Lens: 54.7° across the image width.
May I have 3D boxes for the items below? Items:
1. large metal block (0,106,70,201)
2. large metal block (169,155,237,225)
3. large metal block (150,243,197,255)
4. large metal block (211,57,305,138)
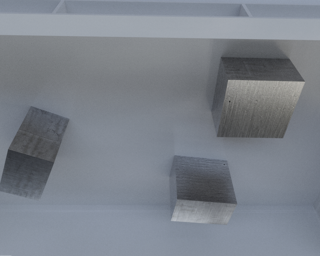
[{"bbox_3d":[-0.161,0.033,0.399,0.050,0.080,0.079,20,127,-17],"label":"large metal block"},{"bbox_3d":[0.058,0.089,0.450,0.081,0.080,0.050,6,130,-6],"label":"large metal block"},{"bbox_3d":[0.024,0.291,0.644,0.080,0.050,0.080,23,126,-19],"label":"large metal block"},{"bbox_3d":[0.109,-0.035,0.365,0.081,0.050,0.079,1,130,-2],"label":"large metal block"}]
